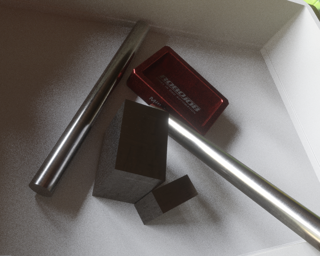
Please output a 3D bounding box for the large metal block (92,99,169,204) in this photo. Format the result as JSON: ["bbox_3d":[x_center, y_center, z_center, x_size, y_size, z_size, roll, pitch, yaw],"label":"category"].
[{"bbox_3d":[-0.032,0.029,0.337,0.050,0.080,0.080,17,55,-19],"label":"large metal block"}]

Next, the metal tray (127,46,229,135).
[{"bbox_3d":[0.028,-0.051,0.450,0.130,0.030,0.090,43,51,1],"label":"metal tray"}]

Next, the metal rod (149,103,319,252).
[{"bbox_3d":[0.084,0.050,0.328,0.025,0.025,0.300,-20,42,-36],"label":"metal rod"}]

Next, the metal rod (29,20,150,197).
[{"bbox_3d":[-0.072,-0.048,0.397,0.025,0.025,0.300,30,52,-10],"label":"metal rod"}]

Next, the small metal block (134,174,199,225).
[{"bbox_3d":[0.006,0.080,0.345,0.050,0.050,0.025,-19,72,-35],"label":"small metal block"}]
